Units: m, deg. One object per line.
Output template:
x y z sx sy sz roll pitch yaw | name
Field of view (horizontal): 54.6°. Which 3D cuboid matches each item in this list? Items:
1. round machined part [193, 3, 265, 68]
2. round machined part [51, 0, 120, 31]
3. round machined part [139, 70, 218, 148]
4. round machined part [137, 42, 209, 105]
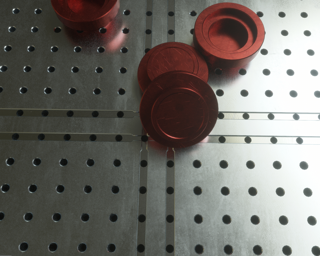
0.097 -0.129 0.450 0.099 0.042 0.098 0 70 0 | round machined part
-0.110 -0.188 0.471 0.099 0.042 0.098 0 70 0 | round machined part
0.024 -0.020 0.384 0.099 0.042 0.097 0 107 -1 | round machined part
0.018 -0.076 0.426 0.098 0.042 0.098 -1 75 3 | round machined part
